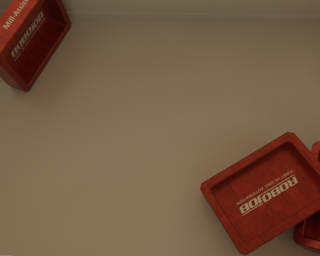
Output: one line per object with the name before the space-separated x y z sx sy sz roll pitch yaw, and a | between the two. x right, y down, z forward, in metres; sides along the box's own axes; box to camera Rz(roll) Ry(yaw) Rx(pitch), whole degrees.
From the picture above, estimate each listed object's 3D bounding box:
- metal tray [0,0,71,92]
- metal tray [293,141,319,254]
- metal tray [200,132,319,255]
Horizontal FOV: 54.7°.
metal tray | -0.175 -0.124 0.419 0.030 0.090 0.130 22 72 8
metal tray | 0.213 0.081 0.350 0.090 0.030 0.130 1 63 45
metal tray | 0.125 0.075 0.361 0.130 0.030 0.090 -31 62 -1
